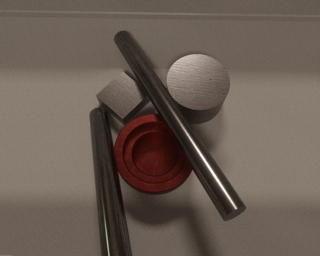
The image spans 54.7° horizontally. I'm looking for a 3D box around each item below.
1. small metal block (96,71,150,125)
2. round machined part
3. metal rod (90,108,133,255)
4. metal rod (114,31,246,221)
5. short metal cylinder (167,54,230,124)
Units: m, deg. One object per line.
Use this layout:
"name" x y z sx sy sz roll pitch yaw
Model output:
"small metal block" -0.050 -0.040 0.424 0.050 0.025 0.050 41 75 13
"round machined part" -0.006 0.035 0.388 0.099 0.042 0.098 0 70 -1
"metal rod" -0.049 0.072 0.302 0.025 0.025 0.300 -14 39 -5
"metal rod" 0.007 -0.026 0.376 0.025 0.025 0.299 -25 56 -9
"short metal cylinder" 0.049 -0.051 0.416 0.081 0.050 0.080 0 70 -1
